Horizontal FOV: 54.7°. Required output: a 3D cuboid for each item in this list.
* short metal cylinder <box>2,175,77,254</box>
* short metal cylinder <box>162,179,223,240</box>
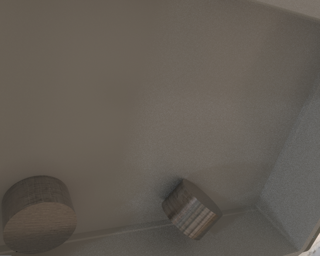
[{"bbox_3d":[-0.147,0.105,0.378,0.081,0.050,0.079,-14,125,-21],"label":"short metal cylinder"},{"bbox_3d":[0.050,0.125,0.480,0.050,0.080,0.080,-50,129,7],"label":"short metal cylinder"}]
